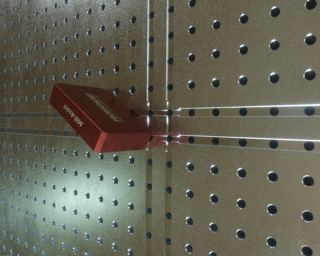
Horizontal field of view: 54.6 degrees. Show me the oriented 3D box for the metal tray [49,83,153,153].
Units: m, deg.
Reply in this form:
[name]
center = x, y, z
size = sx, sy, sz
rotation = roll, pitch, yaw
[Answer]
[metal tray]
center = -0.084, -0.017, 0.437
size = 0.130, 0.091, 0.030
rotation = 40, 115, 33
